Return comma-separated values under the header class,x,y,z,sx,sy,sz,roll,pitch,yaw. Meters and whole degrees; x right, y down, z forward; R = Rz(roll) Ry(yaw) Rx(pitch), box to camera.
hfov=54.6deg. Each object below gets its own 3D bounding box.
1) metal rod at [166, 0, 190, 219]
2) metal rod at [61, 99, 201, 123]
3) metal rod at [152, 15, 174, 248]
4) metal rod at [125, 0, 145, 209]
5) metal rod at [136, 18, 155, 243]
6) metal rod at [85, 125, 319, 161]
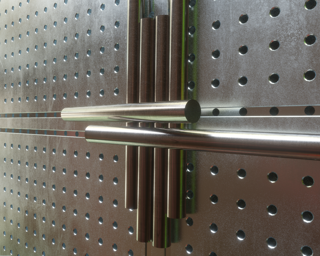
class,x,y,z,sx,sy,sz,roll,pitch,yaw
metal rod,0.023,-0.038,0.390,0.025,0.025,0.298,1,91,40
metal rod,-0.064,-0.021,0.433,0.299,0.025,0.025,2,91,49
metal rod,0.004,0.005,0.408,0.025,0.025,0.298,1,91,40
metal rod,-0.035,-0.037,0.439,0.025,0.025,0.298,1,91,40
metal rod,-0.017,0.003,0.423,0.025,0.025,0.298,2,91,40
metal rod,0.032,0.013,0.357,0.300,0.025,0.025,2,92,31
